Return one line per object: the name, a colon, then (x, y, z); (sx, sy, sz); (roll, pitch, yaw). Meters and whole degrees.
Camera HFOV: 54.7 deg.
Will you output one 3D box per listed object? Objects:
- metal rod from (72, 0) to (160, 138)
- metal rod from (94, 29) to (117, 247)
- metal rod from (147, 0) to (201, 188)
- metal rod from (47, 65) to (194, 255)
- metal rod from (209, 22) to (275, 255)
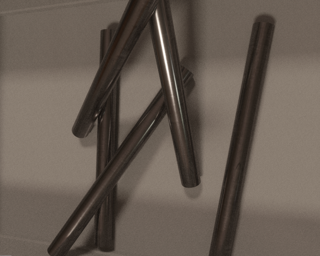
metal rod: (-0.050, -0.076, 0.346); (0.025, 0.025, 0.298); (52, 137, 12)
metal rod: (-0.076, 0.014, 0.435); (0.025, 0.025, 0.298); (2, 91, 19)
metal rod: (0.011, -0.064, 0.339); (0.025, 0.025, 0.298); (-4, 115, 20)
metal rod: (-0.053, 0.047, 0.407); (0.025, 0.025, 0.299); (37, 94, 16)
metal rod: (0.097, 0.025, 0.375); (0.025, 0.025, 0.298); (11, 94, 19)
